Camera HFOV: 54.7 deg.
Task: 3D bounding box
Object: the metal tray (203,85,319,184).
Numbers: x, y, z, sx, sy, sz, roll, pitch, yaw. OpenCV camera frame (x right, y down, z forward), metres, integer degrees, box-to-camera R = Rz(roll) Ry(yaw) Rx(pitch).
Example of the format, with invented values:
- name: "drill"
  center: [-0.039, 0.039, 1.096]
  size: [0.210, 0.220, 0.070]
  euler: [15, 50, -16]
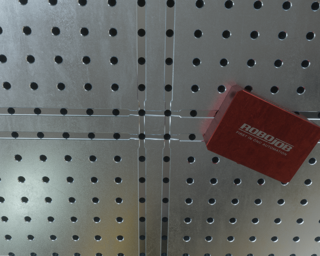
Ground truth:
- name: "metal tray"
  center: [0.137, 0.010, 0.416]
  size: [0.131, 0.030, 0.089]
  euler: [24, 108, -9]
